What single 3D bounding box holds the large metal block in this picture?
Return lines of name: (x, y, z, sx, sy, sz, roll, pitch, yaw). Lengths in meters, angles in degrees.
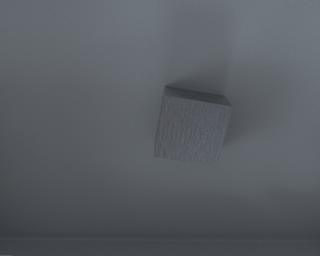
large metal block: (0.039, -0.003, 0.397, 0.080, 0.050, 0.079, 9, 110, -4)
